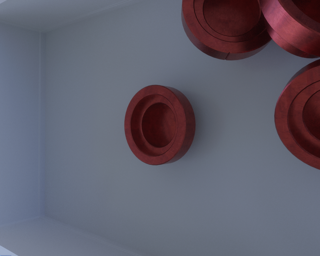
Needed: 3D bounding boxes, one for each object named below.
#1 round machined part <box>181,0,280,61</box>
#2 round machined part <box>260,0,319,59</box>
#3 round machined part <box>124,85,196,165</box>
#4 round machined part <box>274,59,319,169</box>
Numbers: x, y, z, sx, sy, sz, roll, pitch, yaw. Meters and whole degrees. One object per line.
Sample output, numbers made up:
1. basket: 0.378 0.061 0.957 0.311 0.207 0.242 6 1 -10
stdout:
1. round machined part: 0.071 -0.115 0.315 0.099 0.042 0.097 0 82 1
2. round machined part: 0.130 -0.099 0.264 0.042 0.099 0.098 113 136 -64
3. round machined part: 0.004 -0.004 0.391 0.098 0.042 0.097 0 90 39
4. round machined part: 0.150 -0.014 0.255 0.098 0.042 0.097 18 127 25
